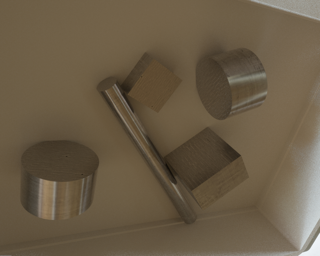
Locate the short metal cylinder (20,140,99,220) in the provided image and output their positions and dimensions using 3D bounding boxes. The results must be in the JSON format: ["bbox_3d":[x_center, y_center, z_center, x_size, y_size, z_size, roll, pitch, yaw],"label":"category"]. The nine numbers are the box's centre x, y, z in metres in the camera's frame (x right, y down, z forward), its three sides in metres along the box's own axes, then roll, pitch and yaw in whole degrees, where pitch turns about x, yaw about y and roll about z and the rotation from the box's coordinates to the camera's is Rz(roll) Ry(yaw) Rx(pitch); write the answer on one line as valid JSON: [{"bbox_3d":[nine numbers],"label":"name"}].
[{"bbox_3d":[-0.112,0.056,0.347,0.081,0.080,0.050,-1,119,-28],"label":"short metal cylinder"}]

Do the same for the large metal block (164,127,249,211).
[{"bbox_3d":[0.066,0.056,0.446,0.080,0.080,0.050,-34,129,-6],"label":"large metal block"}]

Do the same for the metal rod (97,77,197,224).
[{"bbox_3d":[-0.004,0.053,0.440,0.025,0.025,0.299,-34,129,-6],"label":"metal rod"}]

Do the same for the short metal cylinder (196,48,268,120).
[{"bbox_3d":[0.087,-0.055,0.389,0.050,0.080,0.079,-19,126,-18],"label":"short metal cylinder"}]

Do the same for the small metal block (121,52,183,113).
[{"bbox_3d":[-0.010,-0.054,0.372,0.050,0.025,0.050,30,102,-38],"label":"small metal block"}]
